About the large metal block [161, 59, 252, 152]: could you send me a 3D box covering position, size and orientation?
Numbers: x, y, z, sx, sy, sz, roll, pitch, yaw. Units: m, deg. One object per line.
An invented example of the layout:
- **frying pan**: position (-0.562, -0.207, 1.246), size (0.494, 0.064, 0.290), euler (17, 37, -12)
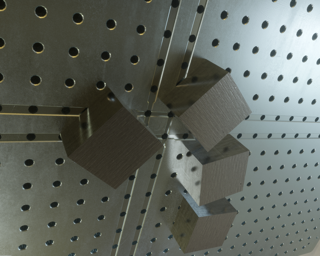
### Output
- **large metal block**: position (0.062, -0.029, 0.411), size (0.080, 0.050, 0.080), euler (-42, 129, 1)

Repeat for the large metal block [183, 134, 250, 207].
- **large metal block**: position (0.085, 0.064, 0.480), size (0.081, 0.050, 0.080), euler (-14, 124, -21)

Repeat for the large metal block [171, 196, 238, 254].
- **large metal block**: position (0.075, 0.162, 0.535), size (0.081, 0.050, 0.079), euler (2, 118, -29)

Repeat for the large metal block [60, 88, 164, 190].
- **large metal block**: position (-0.057, 0.014, 0.372), size (0.080, 0.050, 0.080), euler (-43, 129, 1)
